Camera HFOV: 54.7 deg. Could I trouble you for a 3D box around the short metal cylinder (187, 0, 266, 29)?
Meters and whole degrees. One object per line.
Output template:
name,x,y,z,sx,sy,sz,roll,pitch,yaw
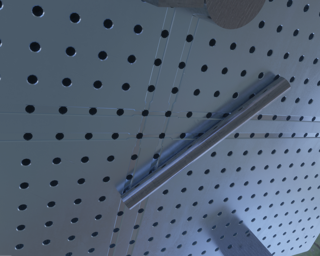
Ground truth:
short metal cylinder,0.071,-0.155,0.339,0.081,0.050,0.079,-14,125,-21

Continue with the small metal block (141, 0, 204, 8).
small metal block,0.011,-0.141,0.316,0.050,0.050,0.025,-9,123,-24

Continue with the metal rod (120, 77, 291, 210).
metal rod,0.071,0.020,0.464,0.301,0.025,0.025,-36,130,-4

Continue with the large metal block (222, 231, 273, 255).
large metal block,0.194,0.286,0.662,0.080,0.080,0.050,-33,129,-7
